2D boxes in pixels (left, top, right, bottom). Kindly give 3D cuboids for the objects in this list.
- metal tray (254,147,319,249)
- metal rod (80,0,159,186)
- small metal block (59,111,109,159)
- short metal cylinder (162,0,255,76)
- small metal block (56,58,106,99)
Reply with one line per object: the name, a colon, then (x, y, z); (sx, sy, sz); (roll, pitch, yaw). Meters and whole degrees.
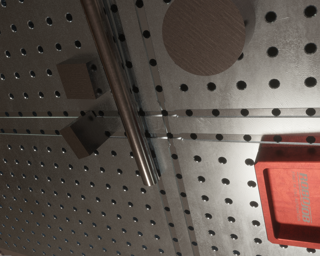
metal tray: (0.170, 0.086, 0.371); (0.090, 0.030, 0.129); (-3, 117, 29)
metal rod: (-0.051, -0.051, 0.404); (0.025, 0.025, 0.298); (-2, 118, 29)
small metal block: (-0.111, 0.010, 0.457); (0.025, 0.050, 0.050); (-20, 108, 35)
short metal cylinder: (0.049, -0.098, 0.308); (0.080, 0.050, 0.079); (13, 124, 20)
small metal block: (-0.107, -0.067, 0.424); (0.050, 0.025, 0.050); (3, 120, 26)
